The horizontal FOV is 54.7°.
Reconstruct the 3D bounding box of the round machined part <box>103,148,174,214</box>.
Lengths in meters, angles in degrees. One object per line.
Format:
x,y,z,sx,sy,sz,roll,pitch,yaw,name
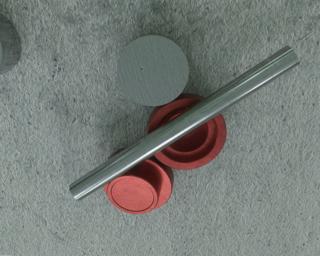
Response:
-0.033,0.077,0.417,0.099,0.042,0.097,4,121,8,round machined part

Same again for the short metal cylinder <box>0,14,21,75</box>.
-0.212,-0.096,0.358,0.081,0.050,0.079,0,110,-1,short metal cylinder

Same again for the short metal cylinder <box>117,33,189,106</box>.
-0.008,-0.071,0.370,0.081,0.050,0.079,0,110,0,short metal cylinder

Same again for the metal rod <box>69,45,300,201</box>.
0.019,0.001,0.362,0.300,0.025,0.025,-33,107,11,metal rod

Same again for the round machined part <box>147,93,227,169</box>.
0.032,0.001,0.400,0.099,0.042,0.097,-1,113,-3,round machined part
